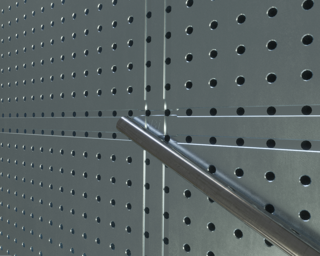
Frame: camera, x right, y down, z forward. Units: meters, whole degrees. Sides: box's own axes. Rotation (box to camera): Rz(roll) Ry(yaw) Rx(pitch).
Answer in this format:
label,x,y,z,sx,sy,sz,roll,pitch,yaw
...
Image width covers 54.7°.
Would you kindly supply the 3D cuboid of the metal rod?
label,x,y,z,sx,sy,sz,roll,pitch,yaw
metal rod,0.050,0.061,0.366,0.300,0.025,0.025,33,110,34
